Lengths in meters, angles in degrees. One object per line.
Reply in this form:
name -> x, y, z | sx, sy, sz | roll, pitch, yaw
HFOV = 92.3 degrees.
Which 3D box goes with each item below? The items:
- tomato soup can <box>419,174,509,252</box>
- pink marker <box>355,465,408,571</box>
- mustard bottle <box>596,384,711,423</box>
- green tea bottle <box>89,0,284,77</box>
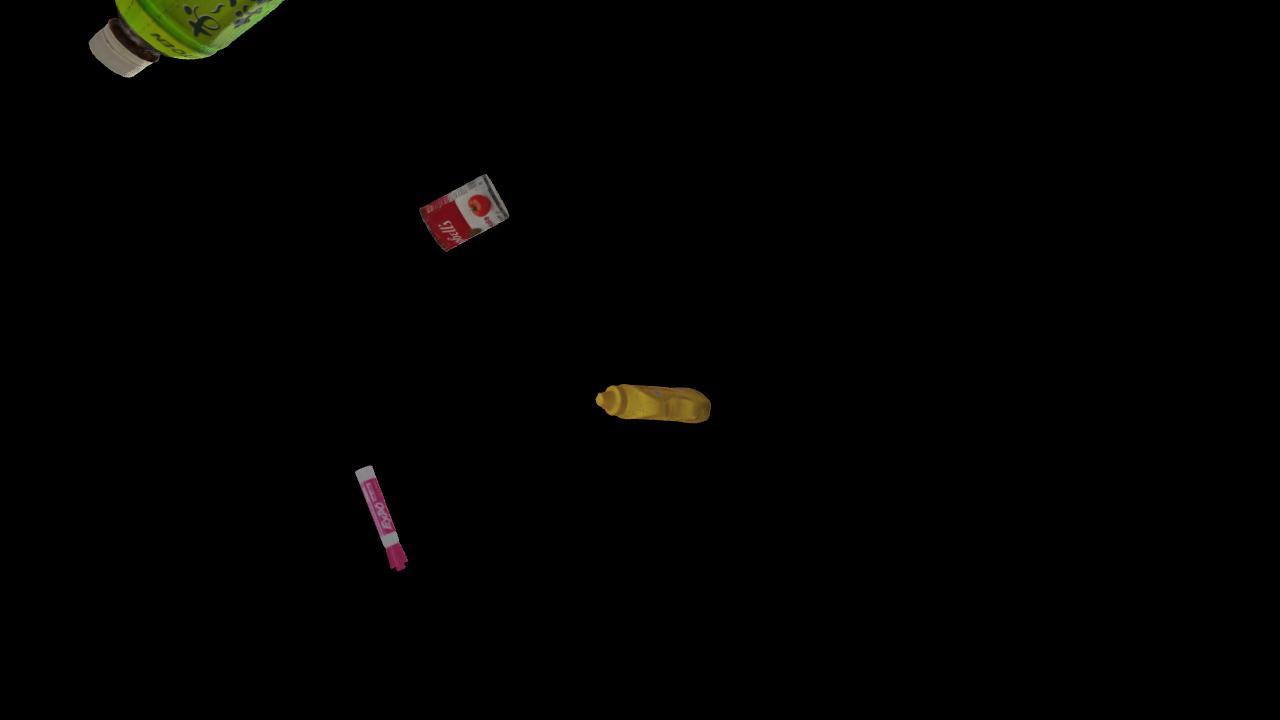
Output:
tomato soup can -> -0.238, -0.202, 0.842 | 0.101, 0.068, 0.068 | -29, 1, -1
pink marker -> -0.288, 0.177, 0.687 | 0.020, 0.121, 0.020 | -24, -9, -4
mustard bottle -> 0.012, 0.063, 0.906 | 0.184, 0.054, 0.092 | 7, 9, -41
green tea bottle -> -0.294, -0.269, 0.427 | 0.212, 0.073, 0.073 | -27, -5, 10
